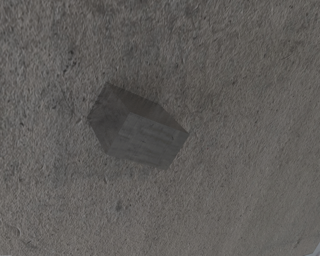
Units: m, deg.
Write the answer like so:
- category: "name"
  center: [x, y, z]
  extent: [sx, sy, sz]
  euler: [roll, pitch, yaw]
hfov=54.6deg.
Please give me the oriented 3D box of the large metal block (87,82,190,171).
- category: "large metal block"
  center: [-0.027, -0.002, 0.354]
  extent: [0.080, 0.080, 0.050]
  euler: [20, 108, -36]
